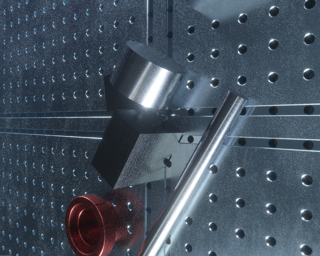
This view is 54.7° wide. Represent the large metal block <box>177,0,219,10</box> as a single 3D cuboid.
[{"bbox_3d":[0.056,-0.192,0.347,0.080,0.050,0.080,-9,84,39],"label":"large metal block"}]

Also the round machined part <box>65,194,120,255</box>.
[{"bbox_3d":[-0.101,0.152,0.482,0.098,0.042,0.097,0,90,40],"label":"round machined part"}]

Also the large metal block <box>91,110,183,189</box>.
[{"bbox_3d":[-0.029,0.026,0.398,0.050,0.081,0.079,41,115,32],"label":"large metal block"}]

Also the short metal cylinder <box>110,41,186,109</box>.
[{"bbox_3d":[-0.015,-0.067,0.386,0.080,0.081,0.050,44,117,31],"label":"short metal cylinder"}]

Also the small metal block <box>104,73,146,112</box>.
[{"bbox_3d":[-0.049,-0.048,0.433,0.025,0.050,0.050,-10,84,40],"label":"small metal block"}]

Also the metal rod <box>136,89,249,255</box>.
[{"bbox_3d":[0.024,0.089,0.389,0.025,0.025,0.298,40,114,33],"label":"metal rod"}]
